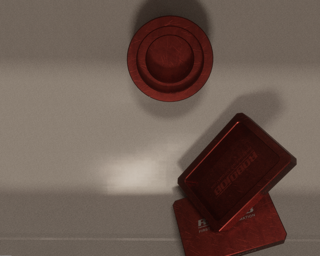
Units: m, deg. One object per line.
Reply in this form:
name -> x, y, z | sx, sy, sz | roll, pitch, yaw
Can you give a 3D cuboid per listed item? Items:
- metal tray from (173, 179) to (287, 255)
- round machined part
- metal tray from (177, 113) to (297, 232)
metal tray -> 0.092, 0.128, 0.425 | 0.131, 0.090, 0.030 | -19, 146, 6
round machined part -> 0.011, -0.084, 0.372 | 0.099, 0.042, 0.097 | 0, 110, -1
metal tray -> 0.094, 0.057, 0.399 | 0.130, 0.090, 0.030 | -50, 145, 14
